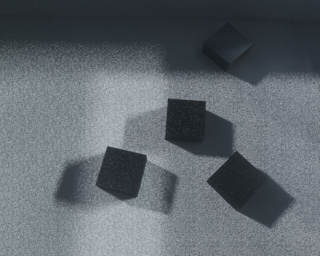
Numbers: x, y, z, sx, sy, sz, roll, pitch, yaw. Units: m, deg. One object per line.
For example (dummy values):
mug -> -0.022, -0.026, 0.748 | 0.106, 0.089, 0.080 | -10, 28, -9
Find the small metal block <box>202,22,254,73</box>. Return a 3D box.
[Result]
small metal block -> 0.099, -0.118, 0.454 | 0.050, 0.025, 0.050 | -41, 75, -14

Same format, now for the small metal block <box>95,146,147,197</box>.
small metal block -> -0.047, 0.055, 0.389 | 0.050, 0.025, 0.050 | 13, 70, 4

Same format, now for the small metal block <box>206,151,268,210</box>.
small metal block -> 0.095, 0.066, 0.387 | 0.050, 0.025, 0.050 | -42, 76, -14

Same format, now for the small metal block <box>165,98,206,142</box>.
small metal block -> 0.034, -0.010, 0.414 | 0.050, 0.025, 0.050 | 4, 70, 1
